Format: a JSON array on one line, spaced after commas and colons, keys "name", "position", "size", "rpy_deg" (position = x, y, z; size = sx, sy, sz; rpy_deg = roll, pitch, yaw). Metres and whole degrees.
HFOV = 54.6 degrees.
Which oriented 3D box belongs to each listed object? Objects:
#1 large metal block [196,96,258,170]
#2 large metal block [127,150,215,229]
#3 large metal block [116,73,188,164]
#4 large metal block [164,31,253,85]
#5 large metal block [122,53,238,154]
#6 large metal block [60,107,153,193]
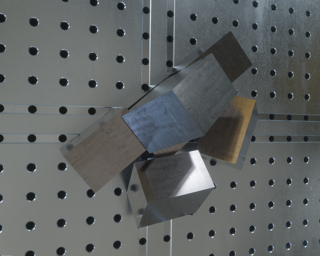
[{"name": "large metal block", "position": [0.091, 0.007, 0.409], "size": [0.050, 0.080, 0.080], "rpy_deg": [17, 83, 22]}, {"name": "large metal block", "position": [0.009, 0.076, 0.379], "size": [0.081, 0.080, 0.050], "rpy_deg": [-9, 57, -20]}, {"name": "large metal block", "position": [0.000, -0.011, 0.400], "size": [0.080, 0.050, 0.080], "rpy_deg": [-41, 103, -15]}, {"name": "large metal block", "position": [0.056, -0.073, 0.404], "size": [0.080, 0.080, 0.050], "rpy_deg": [-41, 104, -15]}, {"name": "large metal block", "position": [0.021, -0.025, 0.324], "size": [0.050, 0.080, 0.080], "rpy_deg": [54, 49, -12]}, {"name": "large metal block", "position": [-0.065, 0.022, 0.358], "size": [0.080, 0.080, 0.050], "rpy_deg": [-40, 103, -16]}]
